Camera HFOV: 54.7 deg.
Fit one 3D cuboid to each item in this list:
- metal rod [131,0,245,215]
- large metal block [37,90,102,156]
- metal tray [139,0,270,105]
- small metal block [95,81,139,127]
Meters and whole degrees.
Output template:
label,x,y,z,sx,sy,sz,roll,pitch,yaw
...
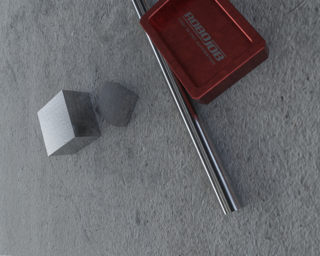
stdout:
label,x,y,z,sx,sy,sz,roll,pitch,yaw
metal rod,0.026,-0.042,0.381,0.025,0.025,0.299,-34,69,34
large metal block,-0.151,-0.007,0.510,0.080,0.050,0.080,-31,71,35
metal tray,0.045,-0.103,0.346,0.090,0.030,0.130,-38,67,16
small metal block,-0.064,-0.036,0.455,0.050,0.025,0.050,35,111,34
